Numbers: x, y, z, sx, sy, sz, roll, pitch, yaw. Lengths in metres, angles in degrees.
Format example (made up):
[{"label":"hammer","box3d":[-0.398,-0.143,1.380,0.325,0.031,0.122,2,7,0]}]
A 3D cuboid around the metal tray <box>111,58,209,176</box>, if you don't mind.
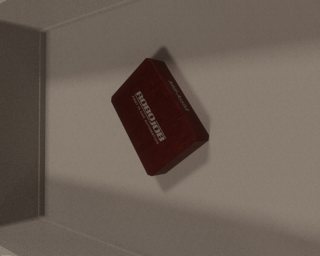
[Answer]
[{"label":"metal tray","box3d":[-0.005,-0.015,0.406,0.090,0.030,0.130,-42,65,31]}]
